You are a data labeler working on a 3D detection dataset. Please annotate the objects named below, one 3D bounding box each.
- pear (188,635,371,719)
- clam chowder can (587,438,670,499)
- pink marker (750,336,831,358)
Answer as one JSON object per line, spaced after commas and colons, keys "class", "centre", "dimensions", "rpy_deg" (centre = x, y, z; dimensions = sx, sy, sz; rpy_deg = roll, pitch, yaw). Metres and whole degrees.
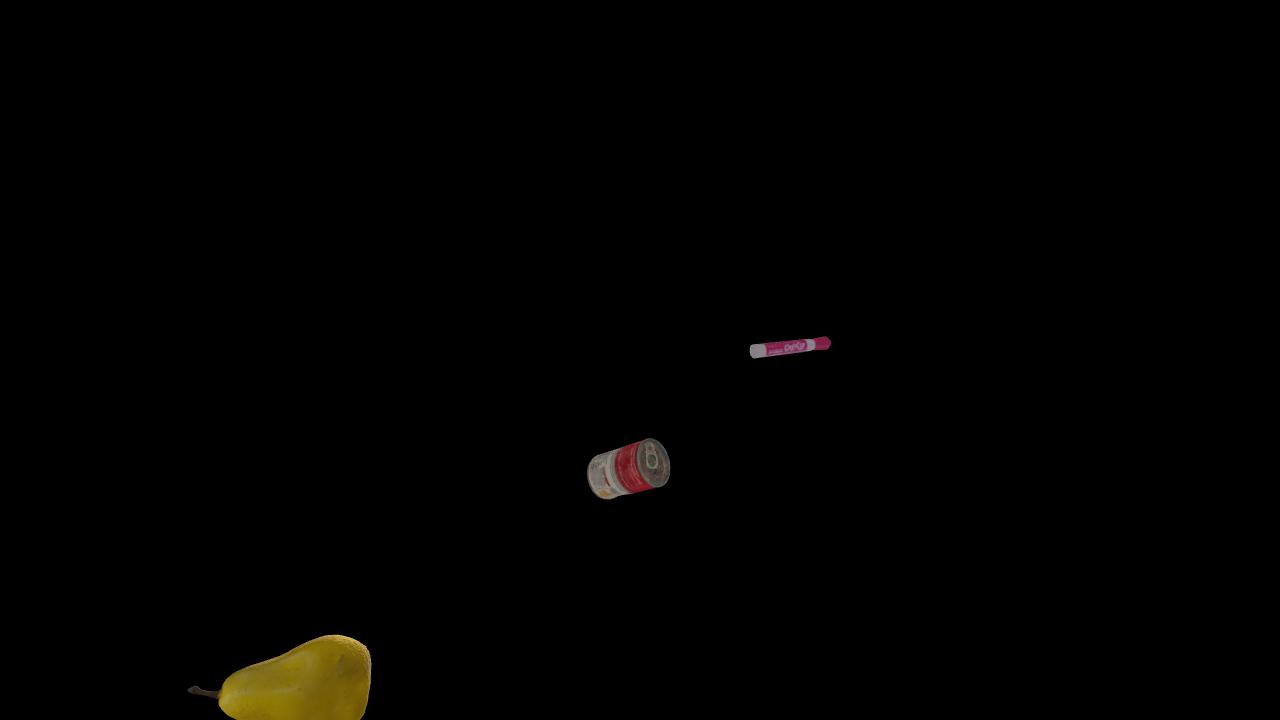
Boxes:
{"class": "pear", "centre": [-0.252, 0.236, 0.436], "dimensions": [0.111, 0.080, 0.080], "rpy_deg": [8, -3, -25]}
{"class": "clam chowder can", "centre": [-0.017, 0.154, 0.861], "dimensions": [0.102, 0.068, 0.068], "rpy_deg": [-23, -14, 37]}
{"class": "pink marker", "centre": [0.205, -0.018, 0.831], "dimensions": [0.121, 0.020, 0.020], "rpy_deg": [-7, 2, -19]}
